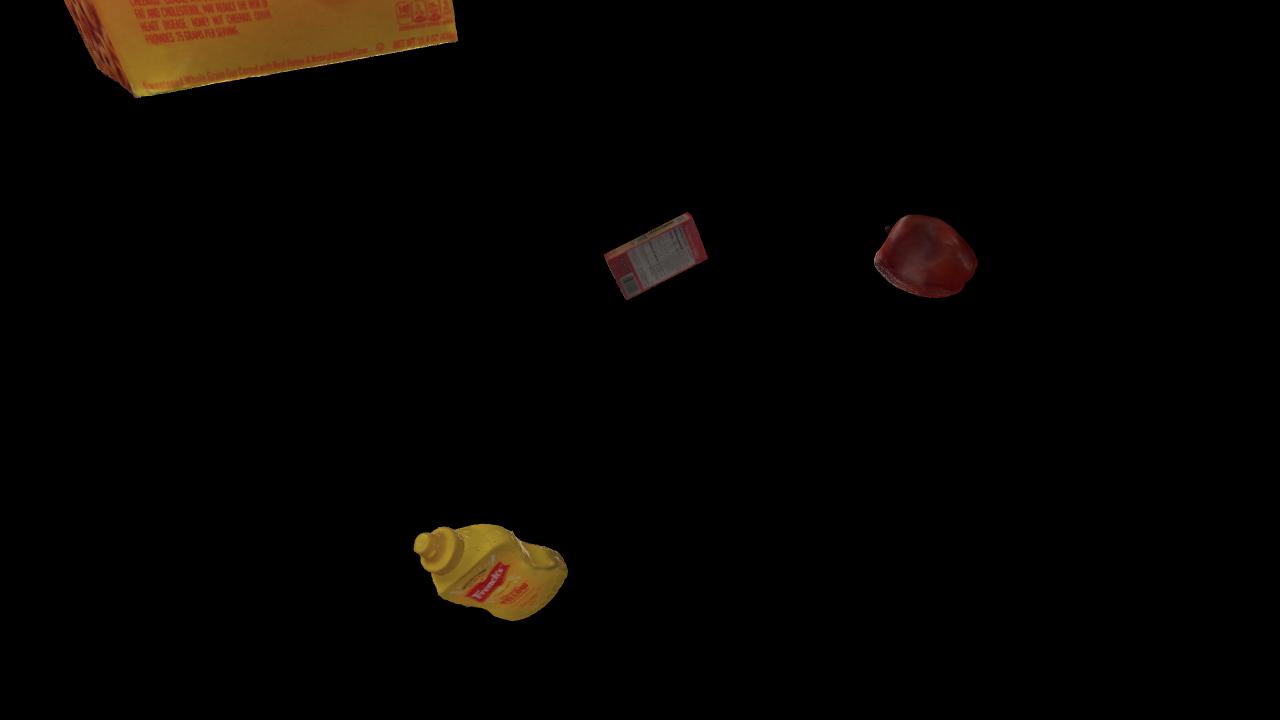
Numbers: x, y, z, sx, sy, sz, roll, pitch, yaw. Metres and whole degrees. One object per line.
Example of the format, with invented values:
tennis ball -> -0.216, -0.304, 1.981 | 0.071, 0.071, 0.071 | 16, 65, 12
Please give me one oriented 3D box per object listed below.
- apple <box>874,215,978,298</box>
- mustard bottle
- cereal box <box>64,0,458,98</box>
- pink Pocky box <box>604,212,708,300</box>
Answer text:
apple -> 0.279, -0.102, 0.605 | 0.093, 0.079, 0.079 | 36, 7, 11
mustard bottle -> -0.157, 0.208, 0.619 | 0.092, 0.054, 0.184 | -36, -42, 5
cereal box -> -0.211, -0.309, 0.295 | 0.081, 0.306, 0.203 | 32, 47, 29
pink Pocky box -> 0.027, -0.169, 1.004 | 0.155, 0.084, 0.029 | -27, 38, 2
